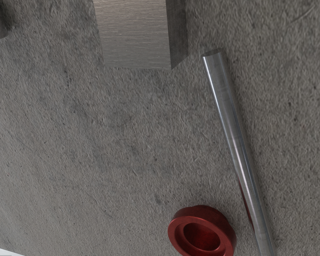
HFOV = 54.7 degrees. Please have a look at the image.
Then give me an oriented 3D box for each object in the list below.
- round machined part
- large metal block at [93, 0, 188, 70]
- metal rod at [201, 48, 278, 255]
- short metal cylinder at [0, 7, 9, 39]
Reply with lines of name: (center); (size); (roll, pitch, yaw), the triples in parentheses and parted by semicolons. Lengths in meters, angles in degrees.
round machined part: (0.064, 0.153, 0.457); (0.098, 0.042, 0.097); (13, 124, 21)
large metal block: (-0.018, -0.110, 0.332); (0.080, 0.050, 0.079); (8, 122, 24)
metal rod: (0.104, 0.050, 0.382); (0.025, 0.025, 0.299); (-7, 115, 31)
short metal cylinder: (-0.254, -0.144, 0.416); (0.080, 0.080, 0.050); (8, 122, 24)
